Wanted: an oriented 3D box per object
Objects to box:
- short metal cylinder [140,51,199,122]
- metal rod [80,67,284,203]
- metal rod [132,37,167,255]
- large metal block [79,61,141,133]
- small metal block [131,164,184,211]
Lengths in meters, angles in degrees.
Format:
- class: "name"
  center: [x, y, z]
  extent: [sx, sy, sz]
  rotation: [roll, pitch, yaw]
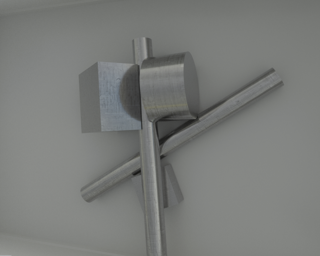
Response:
- class: "short metal cylinder"
  center: [0.014, -0.048, 0.373]
  extent: [0.050, 0.080, 0.080]
  rotation: [-5, 89, 18]
- class: "metal rod"
  center: [0.016, 0.018, 0.402]
  extent: [0.300, 0.025, 0.025]
  rotation: [-33, 80, 16]
- class: "metal rod"
  center: [-0.012, 0.038, 0.385]
  extent: [0.025, 0.025, 0.298]
  rotation: [-5, 87, 19]
- class: "large metal block"
  center: [-0.067, -0.035, 0.397]
  extent: [0.080, 0.050, 0.079]
  rotation: [-5, 88, 60]
- class: "small metal block"
  center: [-0.003, 0.081, 0.409]
  extent: [0.050, 0.025, 0.050]
  rotation: [-22, 83, 18]
